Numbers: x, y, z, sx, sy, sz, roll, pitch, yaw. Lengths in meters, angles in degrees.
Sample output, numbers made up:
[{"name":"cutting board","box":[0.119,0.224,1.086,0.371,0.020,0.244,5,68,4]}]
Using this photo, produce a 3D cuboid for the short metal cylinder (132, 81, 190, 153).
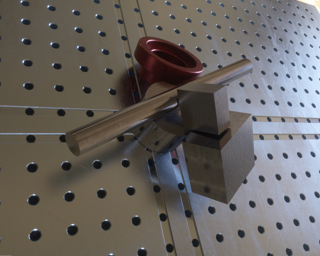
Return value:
[{"name":"short metal cylinder","box":[0.008,-0.014,0.406,0.081,0.050,0.080,14,56,-21]}]

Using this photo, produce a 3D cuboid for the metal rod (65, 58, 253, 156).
[{"name":"metal rod","box":[0.025,-0.039,0.382,0.302,0.025,0.025,-27,77,-37]}]

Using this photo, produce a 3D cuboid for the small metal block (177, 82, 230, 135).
[{"name":"small metal block","box":[0.051,-0.024,0.357,0.025,0.050,0.050,-34,123,-38]}]

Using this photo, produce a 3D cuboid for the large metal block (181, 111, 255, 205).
[{"name":"large metal block","box":[0.076,0.032,0.386,0.080,0.050,0.080,-41,130,-39]}]

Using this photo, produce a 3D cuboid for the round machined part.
[{"name":"round machined part","box":[0.009,-0.088,0.442,0.099,0.042,0.098,19,31,-12]}]
